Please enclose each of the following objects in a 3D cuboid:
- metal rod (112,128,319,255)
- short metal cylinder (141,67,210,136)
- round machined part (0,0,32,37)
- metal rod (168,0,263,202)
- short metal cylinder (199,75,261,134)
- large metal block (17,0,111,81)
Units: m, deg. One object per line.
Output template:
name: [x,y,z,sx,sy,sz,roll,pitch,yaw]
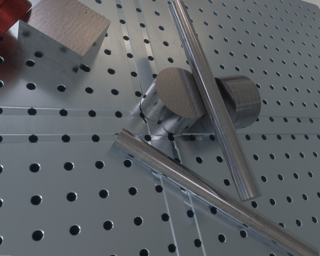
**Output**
metal rod: [0.075,0.090,0.393,0.301,0.025,0.025,32,52,-7]
short metal cylinder: [0.020,-0.036,0.425,0.081,0.050,0.080,14,56,-21]
round machined part: [-0.186,-0.134,0.351,0.042,0.098,0.098,48,44,-33]
metal rod: [0.064,-0.052,0.409,0.025,0.025,0.299,-3,63,-30]
short metal cylinder: [0.096,-0.035,0.446,0.050,0.080,0.080,-12,68,-33]
large metal block: [-0.122,-0.121,0.400,0.080,0.050,0.080,30,52,-9]
